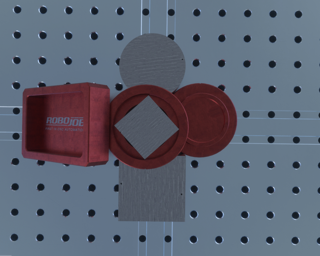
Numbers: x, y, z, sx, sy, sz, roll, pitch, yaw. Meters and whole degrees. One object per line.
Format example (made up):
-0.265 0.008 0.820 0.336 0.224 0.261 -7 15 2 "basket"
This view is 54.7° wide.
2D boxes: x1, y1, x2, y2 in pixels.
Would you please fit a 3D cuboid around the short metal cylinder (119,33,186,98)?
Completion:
-0.009 -0.075 0.400 0.081 0.050 0.080 0 90 0 "short metal cylinder"

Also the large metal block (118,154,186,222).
-0.009 0.073 0.398 0.081 0.050 0.080 1 90 0 "large metal block"

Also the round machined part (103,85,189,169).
-0.016 -0.001 0.376 0.099 0.042 0.097 0 90 0 "round machined part"

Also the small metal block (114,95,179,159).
-0.015 -0.001 0.351 0.050 0.025 0.050 -42 90 0 "small metal block"

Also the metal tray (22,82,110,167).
-0.117 -0.005 0.374 0.130 0.030 0.089 1 90 37 "metal tray"

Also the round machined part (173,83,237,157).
0.052 -0.010 0.404 0.099 0.042 0.097 0 90 0 "round machined part"
